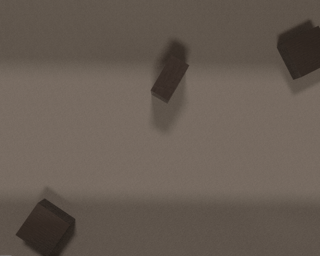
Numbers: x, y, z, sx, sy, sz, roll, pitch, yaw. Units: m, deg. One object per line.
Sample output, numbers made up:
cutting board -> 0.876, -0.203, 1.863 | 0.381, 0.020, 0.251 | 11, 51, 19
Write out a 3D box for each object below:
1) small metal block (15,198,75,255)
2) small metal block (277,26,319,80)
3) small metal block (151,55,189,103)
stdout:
small metal block -> -0.150, 0.131, 0.410 | 0.050, 0.025, 0.050 | 35, 90, -1
small metal block -> 0.195, -0.100, 0.414 | 0.050, 0.025, 0.050 | -27, 90, -1
small metal block -> 0.012, -0.061, 0.399 | 0.025, 0.050, 0.050 | 30, 90, 0
